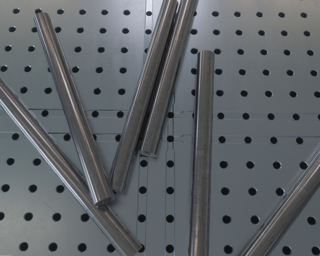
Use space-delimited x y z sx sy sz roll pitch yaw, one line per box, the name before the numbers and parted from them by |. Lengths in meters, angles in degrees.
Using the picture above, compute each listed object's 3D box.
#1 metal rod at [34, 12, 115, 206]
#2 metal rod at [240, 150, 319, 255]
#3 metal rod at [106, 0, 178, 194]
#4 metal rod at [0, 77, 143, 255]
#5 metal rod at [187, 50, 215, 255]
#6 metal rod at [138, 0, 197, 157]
metal rod | -0.121 -0.041 0.414 0.025 0.025 0.299 -22 67 -8
metal rod | 0.155 0.101 0.375 0.025 0.025 0.301 41 75 13
metal rod | -0.020 -0.059 0.433 0.025 0.025 0.299 13 70 5
metal rod | -0.130 0.042 0.395 0.025 0.025 0.300 -41 75 -13
metal rod | 0.054 0.034 0.399 0.025 0.025 0.299 5 70 2
metal rod | 0.020 -0.103 0.449 0.025 0.025 0.299 13 70 5
